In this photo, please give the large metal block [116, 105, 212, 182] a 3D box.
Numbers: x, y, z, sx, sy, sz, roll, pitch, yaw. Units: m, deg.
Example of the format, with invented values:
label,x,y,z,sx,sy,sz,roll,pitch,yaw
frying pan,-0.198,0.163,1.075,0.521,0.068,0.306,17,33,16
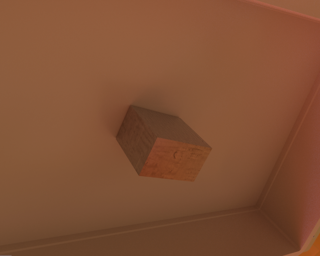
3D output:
label,x,y,z,sx,sy,sz,roll,pitch,yaw
large metal block,0.003,0.019,0.385,0.081,0.080,0.050,13,112,-34
